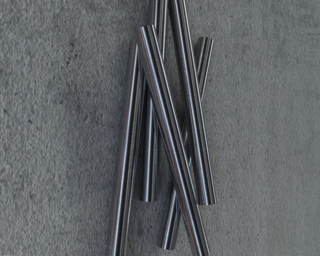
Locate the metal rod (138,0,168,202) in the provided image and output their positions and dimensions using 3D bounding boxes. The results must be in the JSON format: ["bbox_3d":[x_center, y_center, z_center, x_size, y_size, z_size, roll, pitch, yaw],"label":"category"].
[{"bbox_3d":[-0.007,-0.058,0.398,0.025,0.025,0.298,5,87,-40],"label":"metal rod"}]

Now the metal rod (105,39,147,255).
[{"bbox_3d":[-0.040,0.043,0.370,0.025,0.025,0.298,10,84,-40],"label":"metal rod"}]

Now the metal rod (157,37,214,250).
[{"bbox_3d":[0.038,0.014,0.436,0.025,0.025,0.299,20,78,-38],"label":"metal rod"}]

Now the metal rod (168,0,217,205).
[{"bbox_3d":[0.041,-0.048,0.415,0.025,0.025,0.298,-7,87,-40],"label":"metal rod"}]

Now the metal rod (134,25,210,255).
[{"bbox_3d":[0.019,0.026,0.386,0.025,0.025,0.298,-24,105,-37],"label":"metal rod"}]
